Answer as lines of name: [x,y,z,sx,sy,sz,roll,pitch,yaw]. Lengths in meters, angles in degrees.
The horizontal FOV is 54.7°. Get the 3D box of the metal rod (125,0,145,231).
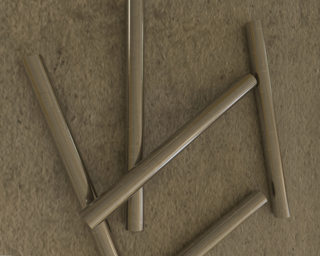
metal rod: [-0.032,-0.020,0.397,0.025,0.025,0.298,0,90,-20]

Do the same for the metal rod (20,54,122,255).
metal rod: [-0.097,0.059,0.373,0.025,0.025,0.298,-22,98,-19]

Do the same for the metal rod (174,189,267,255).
metal rod: [0.031,0.181,0.422,0.302,0.025,0.025,-33,101,-17]

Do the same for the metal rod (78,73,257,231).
metal rod: [0.026,0.016,0.400,0.301,0.025,0.025,-39,103,-23]

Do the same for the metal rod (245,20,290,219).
metal rod: [0.164,-0.011,0.471,0.025,0.025,0.298,-11,94,-20]
